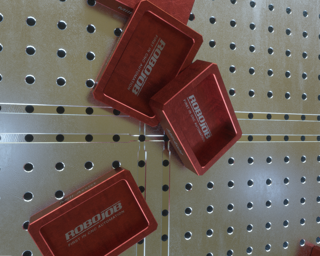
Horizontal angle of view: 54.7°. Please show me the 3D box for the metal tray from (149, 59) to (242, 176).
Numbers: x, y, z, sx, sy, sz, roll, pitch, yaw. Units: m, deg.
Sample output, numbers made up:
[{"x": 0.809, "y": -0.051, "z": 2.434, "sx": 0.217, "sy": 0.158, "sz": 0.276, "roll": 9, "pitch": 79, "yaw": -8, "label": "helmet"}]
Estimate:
[{"x": 0.052, "y": -0.011, "z": 0.403, "sx": 0.090, "sy": 0.030, "sz": 0.130, "roll": -42, "pitch": 127, "yaw": -15, "label": "metal tray"}]

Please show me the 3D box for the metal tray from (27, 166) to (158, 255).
[{"x": -0.079, "y": 0.118, "z": 0.381, "sx": 0.131, "sy": 0.030, "sz": 0.090, "roll": -29, "pitch": 100, "yaw": -18, "label": "metal tray"}]

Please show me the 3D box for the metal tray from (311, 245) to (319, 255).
[{"x": 0.282, "y": 0.274, "z": 0.517, "sx": 0.091, "sy": 0.030, "sz": 0.130, "roll": 23, "pitch": 82, "yaw": -19, "label": "metal tray"}]

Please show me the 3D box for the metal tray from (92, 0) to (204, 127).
[{"x": -0.016, "y": -0.078, "z": 0.387, "sx": 0.090, "sy": 0.030, "sz": 0.129, "roll": 27, "pitch": 95, "yaw": -20, "label": "metal tray"}]

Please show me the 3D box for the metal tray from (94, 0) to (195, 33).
[{"x": -0.017, "y": -0.187, "z": 0.404, "sx": 0.131, "sy": 0.030, "sz": 0.090, "roll": 20, "pitch": 83, "yaw": -19, "label": "metal tray"}]
